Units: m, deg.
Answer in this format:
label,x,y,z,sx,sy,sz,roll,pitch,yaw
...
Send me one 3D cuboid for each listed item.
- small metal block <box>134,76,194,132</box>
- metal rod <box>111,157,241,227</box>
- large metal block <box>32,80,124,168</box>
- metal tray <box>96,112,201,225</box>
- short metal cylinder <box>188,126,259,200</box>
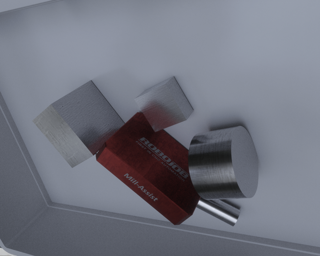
label,x,y,z,sx,sy,sz,roll,pitch,yaw
small metal block,0.005,-0.029,0.384,0.050,0.025,0.050,-22,107,35
metal rod,-0.027,0.061,0.457,0.301,0.025,0.025,25,127,12
large metal block,-0.107,-0.007,0.421,0.050,0.080,0.080,-29,102,37
metal tray,-0.004,0.047,0.394,0.130,0.090,0.030,40,128,1
short metal cylinder,0.075,0.041,0.356,0.050,0.080,0.080,-12,113,34
